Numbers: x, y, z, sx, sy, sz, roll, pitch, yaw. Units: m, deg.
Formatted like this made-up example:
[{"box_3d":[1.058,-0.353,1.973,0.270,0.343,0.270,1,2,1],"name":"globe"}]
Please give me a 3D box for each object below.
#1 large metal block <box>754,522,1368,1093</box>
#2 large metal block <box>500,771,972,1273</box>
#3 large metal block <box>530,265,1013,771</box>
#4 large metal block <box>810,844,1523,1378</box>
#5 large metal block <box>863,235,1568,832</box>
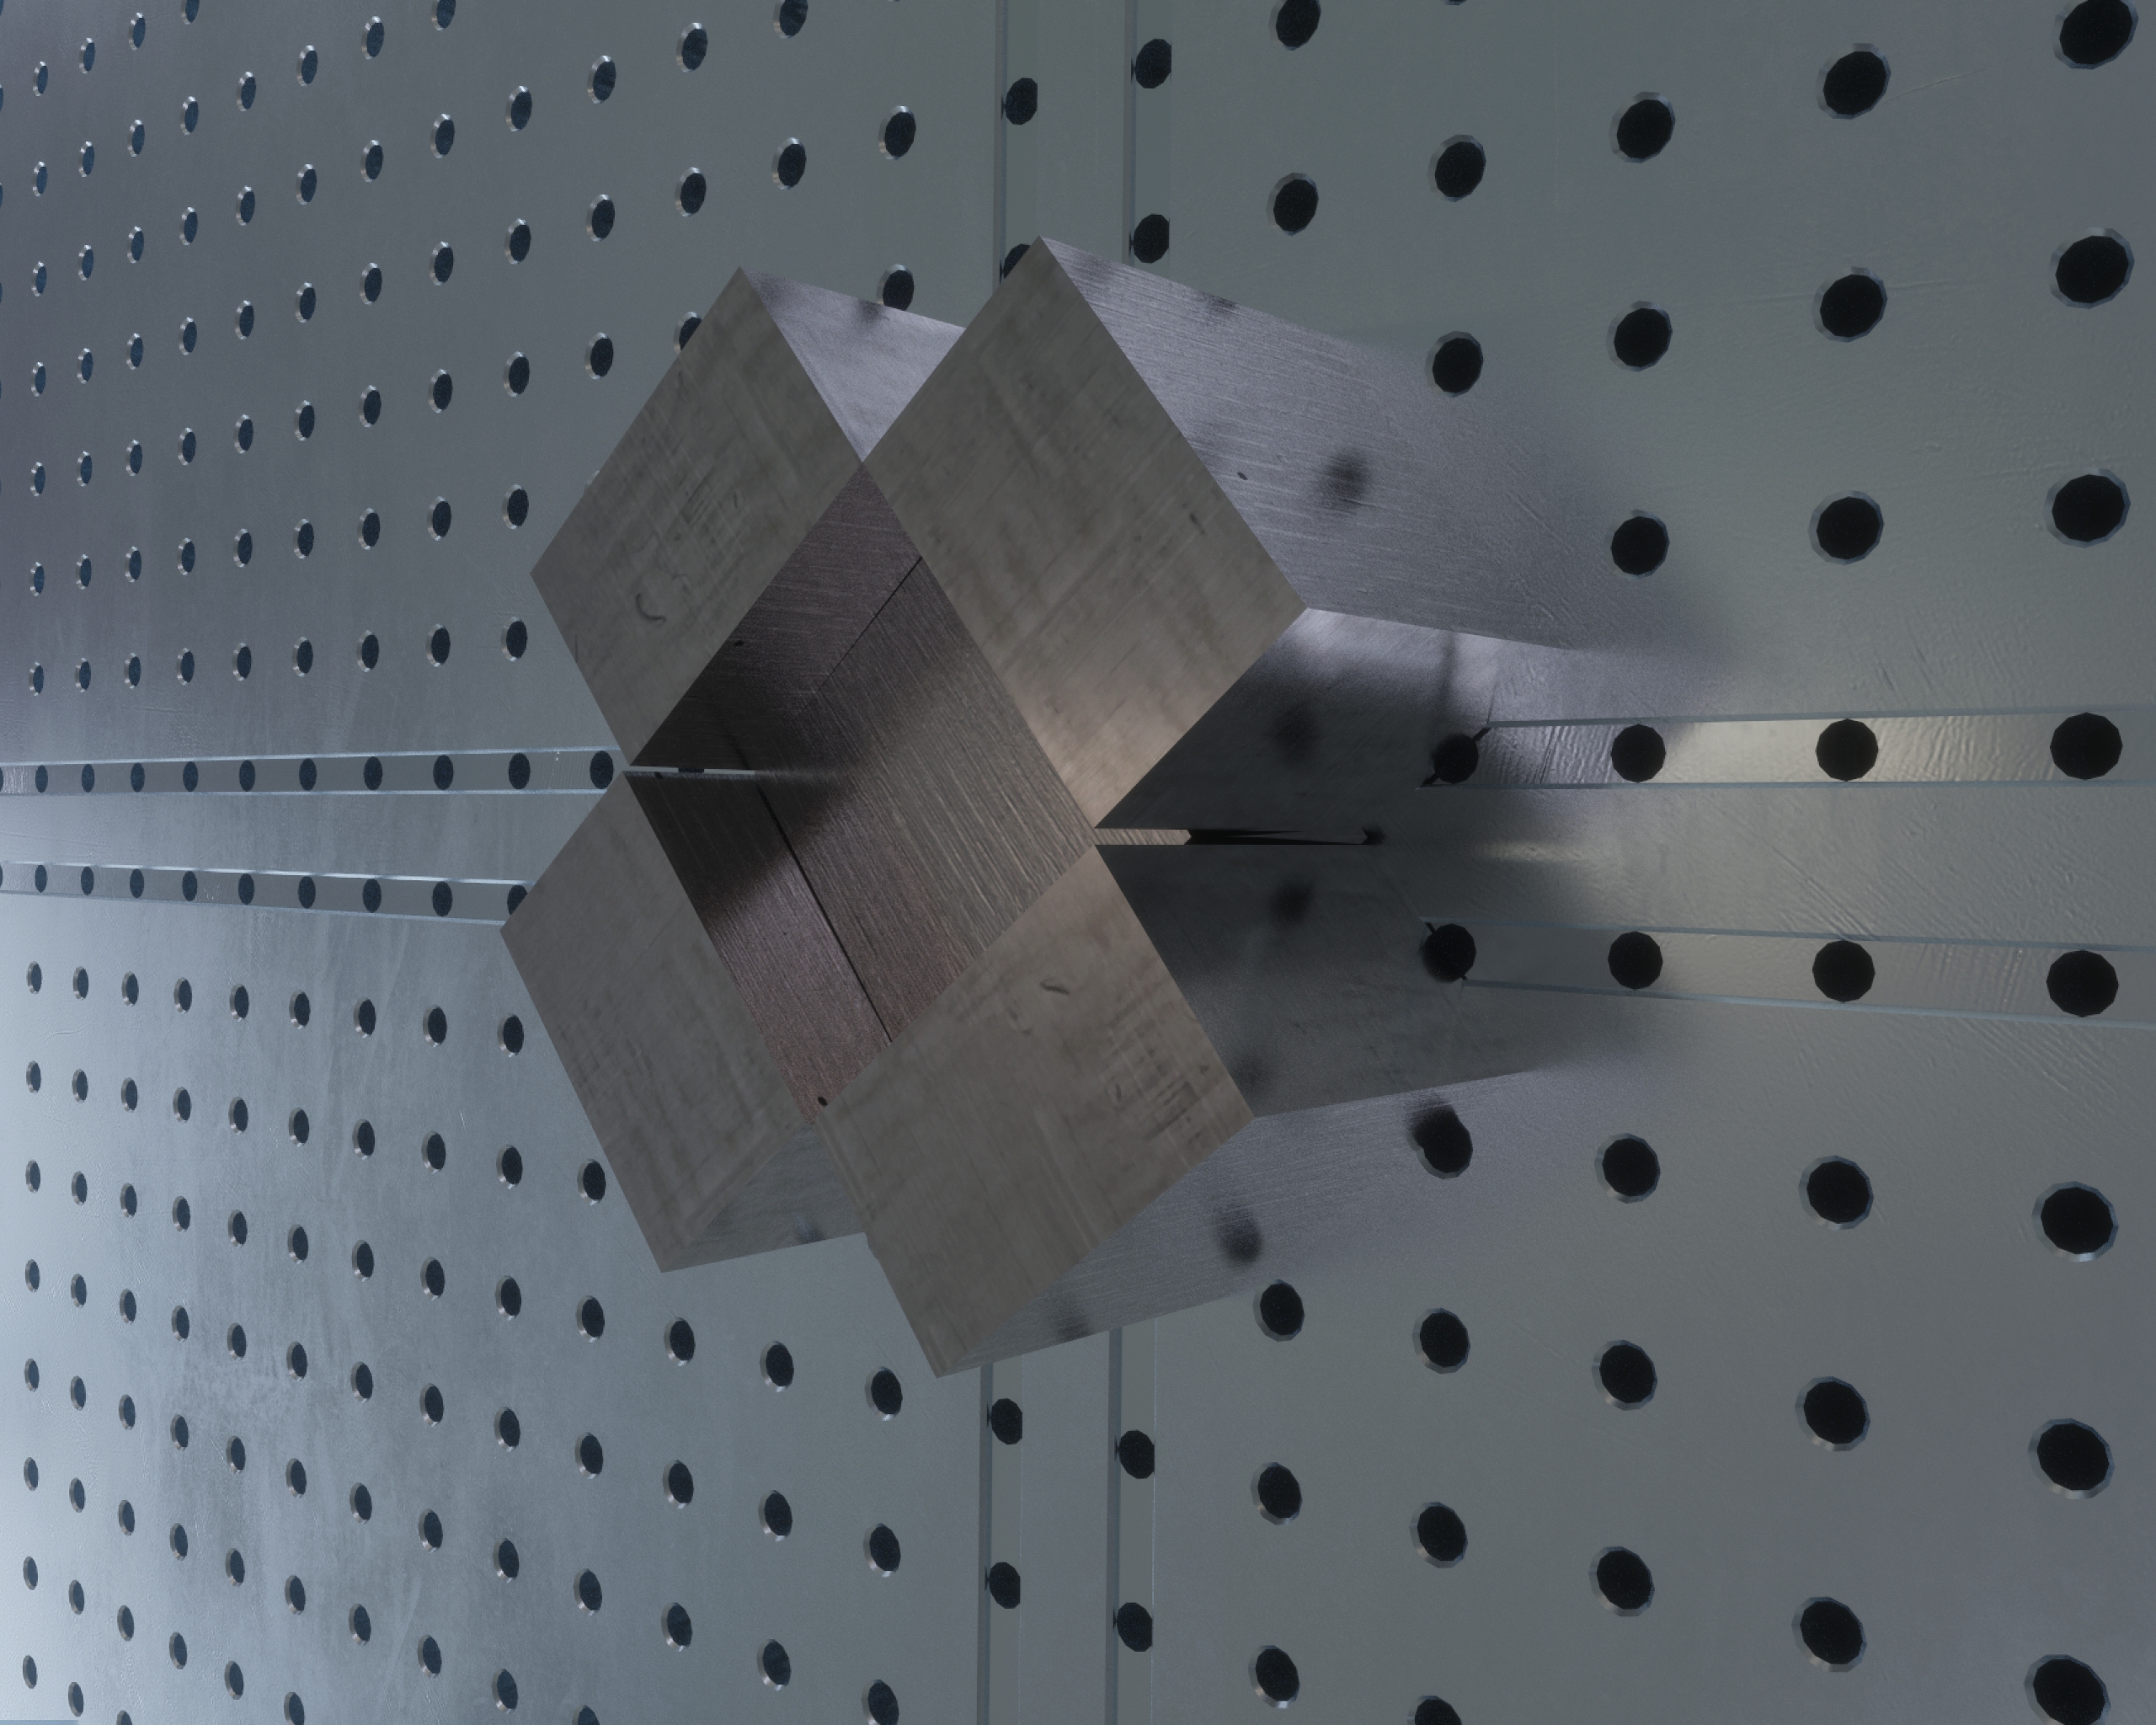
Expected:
[{"box_3d":[-0.006,-0.011,0.398,0.080,0.050,0.080,-47,61,32],"name":"large metal block"},{"box_3d":[-0.056,0.029,0.420,0.050,0.081,0.080,-46,63,30],"name":"large metal block"},{"box_3d":[-0.046,-0.063,0.413,0.080,0.081,0.050,-46,63,30],"name":"large metal block"},{"box_3d":[0.016,0.041,0.363,0.080,0.081,0.050,-45,63,31],"name":"large metal block"},{"box_3d":[0.024,-0.052,0.355,0.050,0.081,0.080,-46,63,30],"name":"large metal block"}]
